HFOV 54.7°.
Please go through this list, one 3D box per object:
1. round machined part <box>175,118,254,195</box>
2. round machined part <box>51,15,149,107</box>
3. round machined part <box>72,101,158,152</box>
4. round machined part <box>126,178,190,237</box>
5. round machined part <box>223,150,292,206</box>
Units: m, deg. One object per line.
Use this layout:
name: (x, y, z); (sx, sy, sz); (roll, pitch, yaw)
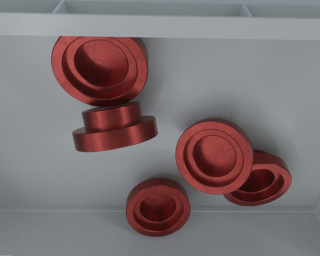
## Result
round machined part: (0.073, 0.034, 0.409); (0.098, 0.042, 0.097); (5, 103, 20)
round machined part: (-0.061, -0.074, 0.334); (0.099, 0.042, 0.097); (-1, 130, 0)
round machined part: (-0.054, -0.005, 0.366); (0.098, 0.098, 0.042); (-9, 99, 7)
round machined part: (-0.004, 0.119, 0.488); (0.099, 0.042, 0.097); (-2, 114, -5)
round machined part: (0.138, 0.070, 0.459); (0.099, 0.042, 0.097); (-1, 131, -1)
